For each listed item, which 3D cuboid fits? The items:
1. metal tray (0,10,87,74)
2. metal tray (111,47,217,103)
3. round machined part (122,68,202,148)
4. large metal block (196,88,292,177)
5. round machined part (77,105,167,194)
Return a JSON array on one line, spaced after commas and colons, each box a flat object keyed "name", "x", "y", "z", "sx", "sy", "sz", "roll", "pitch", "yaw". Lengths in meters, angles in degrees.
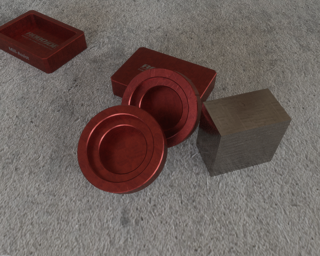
[{"name": "metal tray", "x": -0.202, "y": -0.149, "z": 0.522, "sx": 0.130, "sy": 0.030, "sz": 0.090, "roll": 27, "pitch": 55, "yaw": 21}, {"name": "metal tray", "x": 0.006, "y": -0.067, "z": 0.456, "sx": 0.130, "sy": 0.030, "sz": 0.090, "roll": 22, "pitch": 53, "yaw": 17}, {"name": "round machined part", "x": 0.005, "y": -0.025, "z": 0.390, "sx": 0.098, "sy": 0.097, "sz": 0.042, "roll": 22, "pitch": 11, "yaw": 17}, {"name": "large metal block", "x": 0.093, "y": 0.007, "z": 0.363, "sx": 0.081, "sy": 0.080, "sz": 0.050, "roll": -13, "pitch": 52, "yaw": -11}, {"name": "round machined part", "x": -0.039, "y": 0.026, "z": 0.354, "sx": 0.098, "sy": 0.042, "sz": 0.098, "roll": -3, "pitch": 73, "yaw": 11}]
